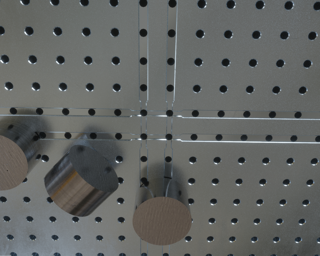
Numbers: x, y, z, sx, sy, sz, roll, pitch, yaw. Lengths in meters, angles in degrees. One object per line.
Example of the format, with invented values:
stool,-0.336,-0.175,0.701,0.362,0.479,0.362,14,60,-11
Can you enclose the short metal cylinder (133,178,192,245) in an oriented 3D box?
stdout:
short metal cylinder,0.003,0.119,0.444,0.081,0.050,0.079,0,110,0

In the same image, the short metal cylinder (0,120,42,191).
short metal cylinder,-0.206,0.035,0.411,0.081,0.050,0.079,0,110,0

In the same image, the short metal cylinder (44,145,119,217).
short metal cylinder,-0.102,0.068,0.408,0.080,0.080,0.050,42,105,-14
